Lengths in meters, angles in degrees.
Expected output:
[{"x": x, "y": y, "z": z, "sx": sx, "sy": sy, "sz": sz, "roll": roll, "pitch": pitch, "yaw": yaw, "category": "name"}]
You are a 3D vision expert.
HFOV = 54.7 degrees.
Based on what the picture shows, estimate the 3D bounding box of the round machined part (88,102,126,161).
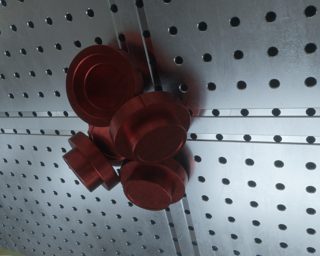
[{"x": -0.060, "y": 0.007, "z": 0.433, "sx": 0.098, "sy": 0.042, "sz": 0.097, "roll": 13, "pitch": 124, "yaw": 20, "category": "round machined part"}]

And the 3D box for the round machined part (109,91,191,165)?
[{"x": -0.007, "y": 0.007, "z": 0.369, "sx": 0.042, "sy": 0.099, "sz": 0.097, "roll": 61, "pitch": 141, "yaw": 39, "category": "round machined part"}]

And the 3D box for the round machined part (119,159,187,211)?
[{"x": -0.013, "y": 0.080, "z": 0.439, "sx": 0.098, "sy": 0.042, "sz": 0.097, "roll": 10, "pitch": 133, "yaw": 11, "category": "round machined part"}]

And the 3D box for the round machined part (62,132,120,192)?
[{"x": -0.107, "y": 0.056, "z": 0.458, "sx": 0.098, "sy": 0.042, "sz": 0.098, "roll": 43, "pitch": 159, "yaw": 22, "category": "round machined part"}]

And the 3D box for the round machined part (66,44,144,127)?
[{"x": -0.064, "y": -0.052, "z": 0.386, "sx": 0.098, "sy": 0.042, "sz": 0.097, "roll": 3, "pitch": 99, "yaw": 22, "category": "round machined part"}]
